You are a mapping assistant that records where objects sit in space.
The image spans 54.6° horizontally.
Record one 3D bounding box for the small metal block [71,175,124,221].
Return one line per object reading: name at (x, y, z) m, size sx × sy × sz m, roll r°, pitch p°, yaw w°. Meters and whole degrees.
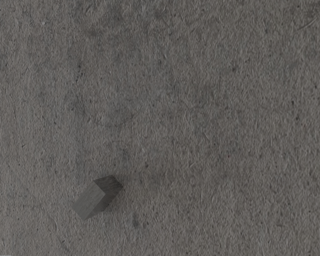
small metal block at (-0.085, 0.095, 0.426) m, size 0.025 × 0.050 × 0.050 m, roll 43°, pitch 103°, yaw 15°
